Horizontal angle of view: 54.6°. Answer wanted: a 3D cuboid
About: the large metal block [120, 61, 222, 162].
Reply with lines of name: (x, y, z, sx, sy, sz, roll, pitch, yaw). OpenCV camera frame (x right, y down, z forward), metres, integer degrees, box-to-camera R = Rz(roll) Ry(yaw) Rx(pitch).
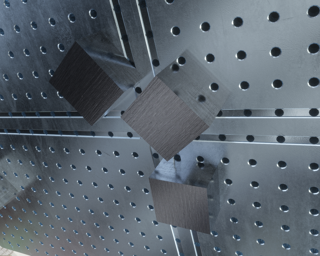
large metal block: (0.013, -0.019, 0.377, 0.080, 0.050, 0.080, 44, 129, -2)

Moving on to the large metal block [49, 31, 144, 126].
large metal block: (-0.083, -0.063, 0.401, 0.080, 0.050, 0.080, 47, 129, -5)

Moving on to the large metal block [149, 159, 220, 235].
large metal block: (0.037, 0.093, 0.433, 0.080, 0.050, 0.080, 6, 121, 25)

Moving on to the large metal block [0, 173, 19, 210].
large metal block: (-0.370, 0.141, 0.679, 0.080, 0.050, 0.080, 48, 129, -6)
